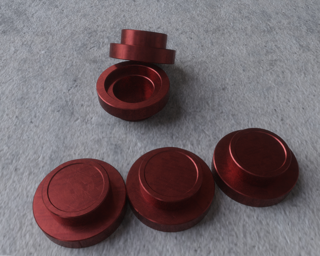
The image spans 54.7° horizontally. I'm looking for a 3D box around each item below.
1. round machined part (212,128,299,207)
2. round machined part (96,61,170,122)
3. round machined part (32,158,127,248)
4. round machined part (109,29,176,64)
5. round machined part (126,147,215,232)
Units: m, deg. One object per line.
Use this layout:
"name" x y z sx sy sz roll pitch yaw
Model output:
"round machined part" 0.112 0.038 0.362 0.099 0.042 0.098 0 50 0
"round machined part" -0.036 -0.047 0.431 0.099 0.042 0.098 0 50 0
"round machined part" -0.085 0.072 0.330 0.099 0.042 0.098 0 50 0
"round machined part" -0.025 -0.122 0.463 0.099 0.042 0.098 6 14 -1
"round machined part" 0.011 0.060 0.342 0.099 0.042 0.098 0 50 0
